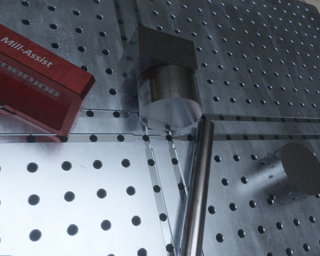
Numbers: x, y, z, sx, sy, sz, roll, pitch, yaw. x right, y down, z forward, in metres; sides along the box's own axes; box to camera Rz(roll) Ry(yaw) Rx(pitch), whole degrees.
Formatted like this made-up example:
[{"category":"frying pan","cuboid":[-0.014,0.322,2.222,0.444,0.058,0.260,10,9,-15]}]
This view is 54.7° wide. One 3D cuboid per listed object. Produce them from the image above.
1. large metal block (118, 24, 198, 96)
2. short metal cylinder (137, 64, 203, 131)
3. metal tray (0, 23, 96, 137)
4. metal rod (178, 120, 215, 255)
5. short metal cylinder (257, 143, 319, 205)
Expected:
[{"category":"large metal block","cuboid":[-0.006,-0.083,0.422,0.081,0.080,0.050,10,58,-24]},{"category":"short metal cylinder","cuboid":[0.012,-0.037,0.404,0.081,0.080,0.050,8,58,-24]},{"category":"metal tray","cuboid":[-0.141,-0.049,0.320,0.131,0.090,0.030,29,52,-11]},{"category":"metal rod","cuboid":[0.039,0.114,0.360,0.025,0.025,0.300,24,53,-14]},{"category":"short metal cylinder","cuboid":[0.193,0.068,0.457,0.081,0.050,0.080,14,56,-21]}]
